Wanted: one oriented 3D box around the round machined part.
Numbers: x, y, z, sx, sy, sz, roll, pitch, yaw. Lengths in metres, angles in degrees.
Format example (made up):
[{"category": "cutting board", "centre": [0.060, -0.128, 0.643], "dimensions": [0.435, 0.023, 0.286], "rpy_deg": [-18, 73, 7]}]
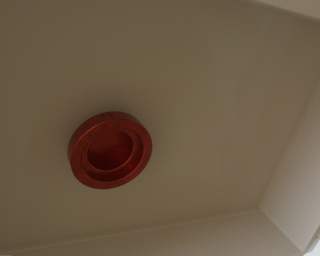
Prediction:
[{"category": "round machined part", "centre": [-0.062, 0.023, 0.377], "dimensions": [0.099, 0.042, 0.097], "rpy_deg": [-14, 124, -21]}]
